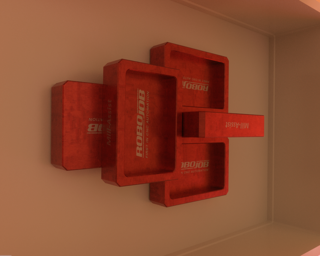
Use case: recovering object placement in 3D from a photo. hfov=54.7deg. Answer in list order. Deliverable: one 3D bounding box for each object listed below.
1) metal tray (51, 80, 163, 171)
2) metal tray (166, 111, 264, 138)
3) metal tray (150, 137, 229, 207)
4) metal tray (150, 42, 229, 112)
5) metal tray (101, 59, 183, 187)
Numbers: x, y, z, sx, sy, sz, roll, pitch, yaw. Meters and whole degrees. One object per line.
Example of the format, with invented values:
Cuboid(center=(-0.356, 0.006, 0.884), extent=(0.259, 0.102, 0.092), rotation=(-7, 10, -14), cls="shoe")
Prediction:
Cuboid(center=(-0.055, -0.002, 0.355), extent=(0.131, 0.030, 0.089), rotation=(0, 90, -40), cls="metal tray")
Cuboid(center=(0.068, -0.004, 0.420), extent=(0.131, 0.090, 0.030), rotation=(1, 90, -40), cls="metal tray")
Cuboid(center=(0.046, 0.056, 0.442), extent=(0.131, 0.030, 0.089), rotation=(1, 90, -40), cls="metal tray")
Cuboid(center=(0.046, -0.064, 0.442), extent=(0.131, 0.030, 0.089), rotation=(1, 90, -40), cls="metal tray")
Cuboid(center=(-0.018, -0.005, 0.348), extent=(0.091, 0.030, 0.129), rotation=(1, 89, -40), cls="metal tray")
